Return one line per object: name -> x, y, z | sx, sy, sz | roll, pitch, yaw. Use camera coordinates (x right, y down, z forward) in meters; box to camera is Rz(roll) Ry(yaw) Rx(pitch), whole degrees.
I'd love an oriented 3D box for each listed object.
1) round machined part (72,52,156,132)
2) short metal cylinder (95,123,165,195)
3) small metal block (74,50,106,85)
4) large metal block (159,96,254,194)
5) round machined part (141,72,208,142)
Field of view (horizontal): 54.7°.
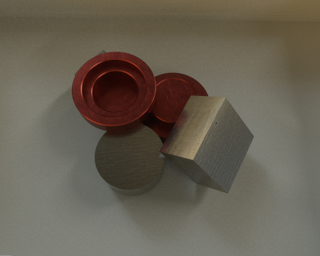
round machined part -> -0.054, -0.041, 0.382 | 0.099, 0.042, 0.098 | 0, 70, -1
short metal cylinder -> -0.035, 0.039, 0.380 | 0.081, 0.050, 0.080 | 0, 70, 0
small metal block -> -0.082, -0.069, 0.418 | 0.025, 0.050, 0.050 | 42, 76, 13
large metal block -> 0.058, 0.019, 0.365 | 0.050, 0.080, 0.080 | 9, 63, 47
round machined part -> 0.018, -0.031, 0.409 | 0.099, 0.042, 0.098 | 0, 70, -1
